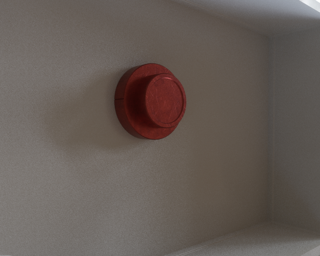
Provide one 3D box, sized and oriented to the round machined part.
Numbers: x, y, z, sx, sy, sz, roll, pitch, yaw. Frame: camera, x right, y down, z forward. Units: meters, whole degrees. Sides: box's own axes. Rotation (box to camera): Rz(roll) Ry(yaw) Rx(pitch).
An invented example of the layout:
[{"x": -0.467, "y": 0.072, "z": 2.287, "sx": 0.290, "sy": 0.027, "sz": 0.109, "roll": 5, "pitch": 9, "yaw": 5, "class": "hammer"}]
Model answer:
[{"x": -0.005, "y": -0.034, "z": 0.393, "sx": 0.099, "sy": 0.042, "sz": 0.097, "roll": 0, "pitch": 90, "yaw": -40, "class": "round machined part"}]
